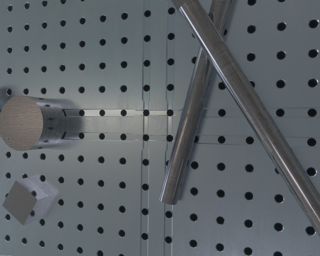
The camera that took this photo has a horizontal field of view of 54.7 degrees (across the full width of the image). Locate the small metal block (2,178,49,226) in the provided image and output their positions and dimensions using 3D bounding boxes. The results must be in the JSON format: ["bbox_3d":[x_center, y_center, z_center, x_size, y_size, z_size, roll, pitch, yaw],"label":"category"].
[{"bbox_3d":[-0.211,0.115,0.487,0.050,0.025,0.050,35,101,16],"label":"small metal block"}]

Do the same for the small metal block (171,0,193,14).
[{"bbox_3d":[0.029,-0.162,0.389,0.025,0.050,0.050,-34,79,17],"label":"small metal block"}]

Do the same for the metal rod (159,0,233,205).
[{"bbox_3d":[0.048,-0.047,0.395,0.025,0.025,0.298,17,95,19],"label":"metal rod"}]

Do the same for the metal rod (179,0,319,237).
[{"bbox_3d":[0.110,-0.012,0.348,0.025,0.025,0.299,-32,89,17],"label":"metal rod"}]

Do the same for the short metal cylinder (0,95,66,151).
[{"bbox_3d":[-0.192,-0.007,0.467,0.080,0.050,0.079,0,90,20],"label":"short metal cylinder"}]
